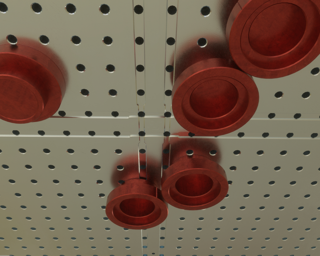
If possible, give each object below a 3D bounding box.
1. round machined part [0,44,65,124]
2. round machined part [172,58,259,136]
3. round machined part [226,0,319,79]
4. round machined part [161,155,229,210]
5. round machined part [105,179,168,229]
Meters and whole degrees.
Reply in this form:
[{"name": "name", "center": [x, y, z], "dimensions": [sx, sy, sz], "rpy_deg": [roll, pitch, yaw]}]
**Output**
[{"name": "round machined part", "center": [-0.165, -0.043, 0.361], "dimensions": [0.099, 0.042, 0.097], "rpy_deg": [-1, 130, 0]}, {"name": "round machined part", "center": [0.063, -0.039, 0.368], "dimensions": [0.099, 0.042, 0.097], "rpy_deg": [-1, 130, 0]}, {"name": "round machined part", "center": [0.116, -0.103, 0.315], "dimensions": [0.099, 0.042, 0.097], "rpy_deg": [-1, 130, 0]}, {"name": "round machined part", "center": [0.051, 0.079, 0.468], "dimensions": [0.099, 0.042, 0.097], "rpy_deg": [-1, 130, 0]}, {"name": "round machined part", "center": [-0.036, 0.120, 0.502], "dimensions": [0.099, 0.042, 0.097], "rpy_deg": [-1, 130, 0]}]
